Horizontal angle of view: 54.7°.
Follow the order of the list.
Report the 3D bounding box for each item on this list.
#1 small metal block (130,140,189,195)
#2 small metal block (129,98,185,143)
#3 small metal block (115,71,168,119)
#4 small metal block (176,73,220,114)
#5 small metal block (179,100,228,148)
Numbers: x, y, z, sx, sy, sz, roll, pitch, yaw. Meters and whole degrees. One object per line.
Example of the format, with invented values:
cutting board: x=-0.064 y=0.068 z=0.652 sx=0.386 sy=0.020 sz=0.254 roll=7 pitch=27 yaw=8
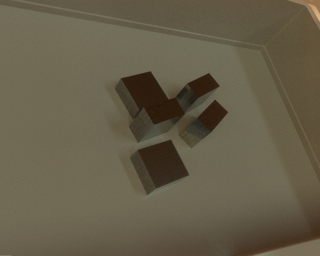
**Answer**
small metal block: x=-0.001 y=0.047 z=0.378 sx=0.050 sy=0.025 sz=0.050 roll=-16 pitch=70 yaw=-35
small metal block: x=-0.004 y=-0.010 z=0.395 sx=0.050 sy=0.050 sz=0.025 roll=-20 pitch=73 yaw=-36
small metal block: x=-0.025 y=-0.046 z=0.422 sx=0.050 sy=0.025 sz=0.050 roll=-21 pitch=73 yaw=-36
small metal block: x=0.050 y=-0.048 z=0.448 sx=0.050 sy=0.050 sz=0.025 roll=-30 pitch=79 yaw=-38
small metal block: x=0.060 y=-0.005 z=0.427 sx=0.025 sy=0.050 sz=0.050 roll=45 pitch=51 yaw=2
